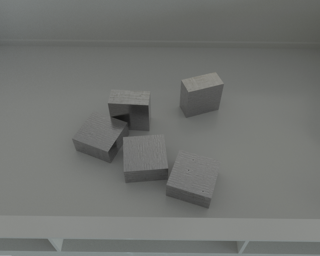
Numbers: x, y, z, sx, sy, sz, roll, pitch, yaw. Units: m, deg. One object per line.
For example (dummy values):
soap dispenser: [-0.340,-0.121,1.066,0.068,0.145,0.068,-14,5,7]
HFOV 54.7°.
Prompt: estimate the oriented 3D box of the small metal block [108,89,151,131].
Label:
small metal block: [-0.038,-0.023,0.407,0.050,0.050,0.025,3,50,2]

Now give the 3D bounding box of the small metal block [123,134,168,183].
small metal block: [-0.018,0.036,0.374,0.050,0.025,0.050,-4,50,-4]

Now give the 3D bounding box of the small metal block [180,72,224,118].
small metal block: [0.056,-0.045,0.427,0.050,0.050,0.025,-15,52,-12]

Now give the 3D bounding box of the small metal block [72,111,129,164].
small metal block: [-0.074,0.011,0.395,0.050,0.025,0.050,18,53,15]

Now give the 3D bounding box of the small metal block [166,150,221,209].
small metal block: [0.039,0.058,0.356,0.050,0.025,0.050,15,52,12]
